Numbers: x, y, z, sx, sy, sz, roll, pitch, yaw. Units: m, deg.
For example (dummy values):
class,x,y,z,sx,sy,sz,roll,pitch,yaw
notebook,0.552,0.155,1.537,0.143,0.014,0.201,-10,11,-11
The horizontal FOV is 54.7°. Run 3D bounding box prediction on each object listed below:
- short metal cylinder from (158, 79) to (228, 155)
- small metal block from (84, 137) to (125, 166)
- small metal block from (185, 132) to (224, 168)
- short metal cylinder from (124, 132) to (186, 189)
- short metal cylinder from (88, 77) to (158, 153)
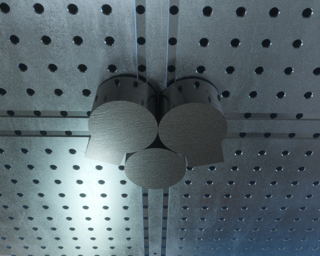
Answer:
class,x,y,z,sx,sy,sz,roll,pitch,yaw
short metal cylinder,0.038,-0.013,0.380,0.081,0.050,0.079,0,130,0
small metal block,-0.071,0.021,0.424,0.050,0.025,0.050,16,128,-14
small metal block,0.059,0.025,0.430,0.050,0.025,0.050,-11,130,9
short metal cylinder,-0.006,0.039,0.423,0.081,0.050,0.079,0,130,0
short metal cylinder,-0.043,-0.015,0.377,0.081,0.050,0.079,0,130,0
